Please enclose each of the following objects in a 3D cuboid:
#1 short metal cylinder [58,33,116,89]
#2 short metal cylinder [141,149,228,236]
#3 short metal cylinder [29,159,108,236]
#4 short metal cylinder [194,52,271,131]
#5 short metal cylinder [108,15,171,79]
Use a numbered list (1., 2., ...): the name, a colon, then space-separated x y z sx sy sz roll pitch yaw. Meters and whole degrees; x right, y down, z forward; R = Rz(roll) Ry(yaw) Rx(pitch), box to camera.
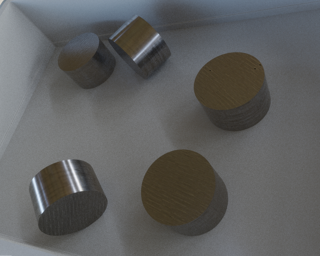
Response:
1. short metal cylinder: -0.122 -0.113 0.521 0.080 0.050 0.080 -13 56 20
2. short metal cylinder: 0.027 0.070 0.332 0.080 0.050 0.080 -13 56 20
3. short metal cylinder: -0.111 0.084 0.375 0.080 0.080 0.050 -38 51 2
4. short metal cylinder: 0.087 -0.043 0.370 0.080 0.050 0.080 -13 56 20
5. short metal cylinder: -0.030 -0.118 0.457 0.050 0.080 0.080 -45 51 -3
